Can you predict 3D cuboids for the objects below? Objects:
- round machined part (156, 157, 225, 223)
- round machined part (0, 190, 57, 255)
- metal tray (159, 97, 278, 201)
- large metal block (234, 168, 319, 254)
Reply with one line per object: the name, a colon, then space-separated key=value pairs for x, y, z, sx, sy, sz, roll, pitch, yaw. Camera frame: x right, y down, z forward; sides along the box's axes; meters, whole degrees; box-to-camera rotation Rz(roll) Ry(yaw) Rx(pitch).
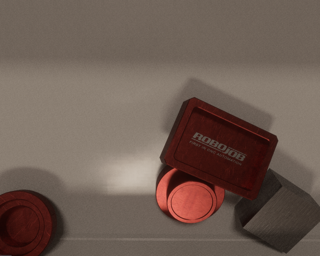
round machined part: x=0.043 y=0.094 z=0.438 sx=0.099 sy=0.042 sz=0.097 roll=0 pitch=110 yaw=-1
round machined part: x=-0.194 y=0.136 z=0.436 sx=0.099 sy=0.042 sz=0.097 roll=0 pitch=83 yaw=-1
metal tray: x=0.077 y=0.027 z=0.400 sx=0.131 sy=0.030 sz=0.090 roll=24 pitch=83 yaw=-9
large metal block: x=0.169 y=0.118 z=0.444 sx=0.080 sy=0.050 sz=0.080 roll=33 pitch=107 yaw=-12
